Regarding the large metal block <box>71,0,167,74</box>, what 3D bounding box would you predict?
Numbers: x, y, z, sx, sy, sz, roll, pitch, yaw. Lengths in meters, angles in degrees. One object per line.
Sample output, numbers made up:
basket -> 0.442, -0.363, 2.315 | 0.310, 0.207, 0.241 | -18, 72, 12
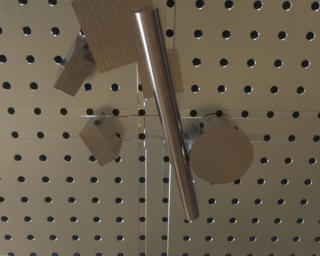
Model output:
large metal block -> -0.043, -0.117, 0.356 | 0.080, 0.050, 0.080 | -18, 109, 5

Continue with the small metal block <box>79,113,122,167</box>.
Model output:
small metal block -> -0.076, 0.014, 0.404 | 0.025, 0.050, 0.050 | -28, 108, 9

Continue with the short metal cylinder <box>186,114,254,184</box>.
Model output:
short metal cylinder -> 0.077, 0.027, 0.411 | 0.081, 0.050, 0.079 | 0, 110, -1

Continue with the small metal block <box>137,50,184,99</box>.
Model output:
small metal block -> 0.001, -0.068, 0.389 | 0.050, 0.025, 0.050 | -9, 110, 3

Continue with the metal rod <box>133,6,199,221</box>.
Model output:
metal rod -> 0.016, 0.006, 0.384 | 0.025, 0.025, 0.298 | -12, 122, 4

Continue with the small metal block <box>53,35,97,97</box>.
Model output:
small metal block -> -0.099, -0.074, 0.364 | 0.025, 0.050, 0.050 | 26, 120, -26
